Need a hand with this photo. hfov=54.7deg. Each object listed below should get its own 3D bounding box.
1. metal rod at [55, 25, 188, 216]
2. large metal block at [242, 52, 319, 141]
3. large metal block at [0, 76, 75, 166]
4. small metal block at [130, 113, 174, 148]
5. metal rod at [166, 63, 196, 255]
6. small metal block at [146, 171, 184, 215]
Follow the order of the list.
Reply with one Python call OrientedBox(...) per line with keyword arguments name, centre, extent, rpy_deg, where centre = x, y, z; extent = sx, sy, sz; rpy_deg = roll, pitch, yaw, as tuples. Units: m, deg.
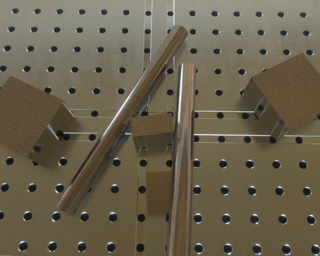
OrientedBox(name="metal rod", centre=(-0.043, -0.023, 0.419), extent=(0.025, 0.025, 0.300), rpy_deg=(28, 72, 9))
OrientedBox(name="large metal block", centre=(0.172, -0.041, 0.414), extent=(0.080, 0.050, 0.080), rpy_deg=(-26, 72, -9))
OrientedBox(name="large metal block", centre=(-0.172, -0.008, 0.400), extent=(0.080, 0.050, 0.080), rpy_deg=(25, 72, 8))
OrientedBox(name="small metal block", centre=(-0.009, 0.004, 0.397), extent=(0.050, 0.050, 0.025), rpy_deg=(-7, 70, -3))
OrientedBox(name="metal rod", centre=(0.027, 0.044, 0.369), extent=(0.025, 0.025, 0.299), rpy_deg=(4, 60, 1))
OrientedBox(name="small metal block", centre=(0.009, 0.081, 0.382), extent=(0.050, 0.025, 0.050), rpy_deg=(-3, 70, -1))
